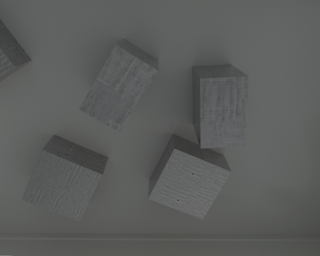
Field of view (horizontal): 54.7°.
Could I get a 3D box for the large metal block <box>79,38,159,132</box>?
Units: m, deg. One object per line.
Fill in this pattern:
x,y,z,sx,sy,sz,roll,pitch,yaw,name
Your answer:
-0.044,-0.053,0.362,0.050,0.080,0.080,31,107,-11,large metal block

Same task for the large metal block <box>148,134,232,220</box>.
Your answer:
0.038,0.066,0.423,0.080,0.050,0.079,23,108,-9,large metal block

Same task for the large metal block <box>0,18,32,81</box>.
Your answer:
-0.217,-0.089,0.362,0.080,0.050,0.080,-30,108,10,large metal block

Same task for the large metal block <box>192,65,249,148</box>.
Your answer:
0.069,-0.029,0.372,0.050,0.080,0.079,-3,110,1,large metal block

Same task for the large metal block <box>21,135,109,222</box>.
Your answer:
-0.127,0.068,0.421,0.080,0.050,0.080,25,108,-9,large metal block
